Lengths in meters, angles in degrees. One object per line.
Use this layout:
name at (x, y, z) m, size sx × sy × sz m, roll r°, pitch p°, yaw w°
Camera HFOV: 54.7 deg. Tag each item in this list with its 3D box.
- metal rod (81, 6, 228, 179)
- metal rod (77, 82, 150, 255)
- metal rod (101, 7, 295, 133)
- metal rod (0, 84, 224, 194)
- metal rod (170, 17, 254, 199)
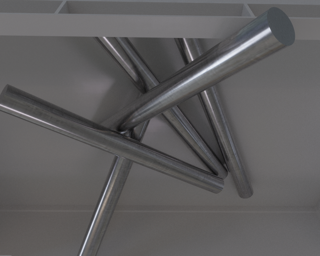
metal rod at (0.016, -0.015, 0.370) m, size 0.025 × 0.025 × 0.300 m, roll -24°, pitch 134°, yaw 19°
metal rod at (-0.063, 0.081, 0.402) m, size 0.025 × 0.025 × 0.298 m, roll 18°, pitch 104°, yaw -15°
metal rod at (-0.009, -0.023, 0.302) m, size 0.025 × 0.025 × 0.299 m, roll 30°, pitch 151°, yaw -23°
metal rod at (-0.030, 0.027, 0.361) m, size 0.301 × 0.025 × 0.025 m, roll 26°, pitch 126°, yaw -34°
metal rod at (0.080, -0.002, 0.407) m, size 0.025 × 0.025 × 0.299 m, roll -18°, pitch 128°, yaw 14°
